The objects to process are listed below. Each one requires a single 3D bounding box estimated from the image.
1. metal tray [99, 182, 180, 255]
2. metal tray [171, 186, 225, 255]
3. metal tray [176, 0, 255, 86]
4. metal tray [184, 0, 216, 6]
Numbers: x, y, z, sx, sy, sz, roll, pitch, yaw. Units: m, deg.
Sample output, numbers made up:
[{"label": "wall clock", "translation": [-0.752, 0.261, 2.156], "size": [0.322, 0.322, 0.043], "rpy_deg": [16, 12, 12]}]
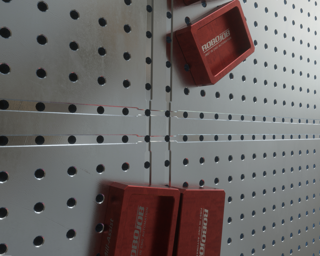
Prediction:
[{"label": "metal tray", "translation": [-0.025, 0.136, 0.384], "size": [0.091, 0.030, 0.129], "rpy_deg": [14, 81, -39]}, {"label": "metal tray", "translation": [0.049, 0.152, 0.446], "size": [0.091, 0.030, 0.129], "rpy_deg": [10, 84, -39]}, {"label": "metal tray", "translation": [0.090, -0.133, 0.479], "size": [0.131, 0.030, 0.090], "rpy_deg": [-39, 114, -33]}, {"label": "metal tray", "translation": [0.080, -0.243, 0.470], "size": [0.131, 0.030, 0.090], "rpy_deg": [-27, 107, -37]}]
